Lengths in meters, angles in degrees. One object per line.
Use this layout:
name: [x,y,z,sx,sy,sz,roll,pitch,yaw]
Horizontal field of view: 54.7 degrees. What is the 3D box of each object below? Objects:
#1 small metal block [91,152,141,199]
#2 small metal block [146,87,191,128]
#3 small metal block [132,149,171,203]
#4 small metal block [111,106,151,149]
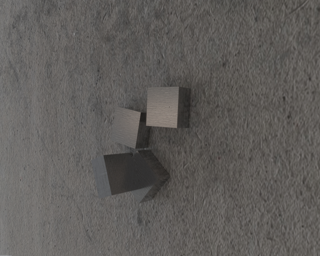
small metal block: [-0.057,0.061,0.403,0.025,0.050,0.050,-22,76,38]
small metal block: [0.010,-0.026,0.396,0.050,0.025,0.050,5,93,40]
small metal block: [-0.021,0.065,0.422,0.050,0.025,0.050,50,119,28]
small metal block: [-0.040,-0.002,0.438,0.050,0.025,0.050,15,100,39]
